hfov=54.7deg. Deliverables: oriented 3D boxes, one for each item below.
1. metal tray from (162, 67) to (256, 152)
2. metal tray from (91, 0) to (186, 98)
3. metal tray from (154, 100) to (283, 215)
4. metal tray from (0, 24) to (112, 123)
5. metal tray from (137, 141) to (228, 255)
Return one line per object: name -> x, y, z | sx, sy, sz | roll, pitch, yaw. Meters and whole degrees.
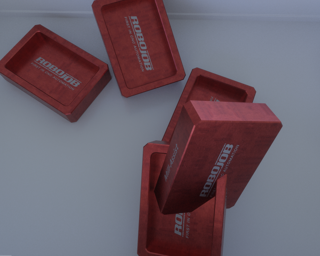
metal tray -> 0.063, -0.008, 0.410 | 0.090, 0.030, 0.130 | 21, 71, 7
metal tray -> -0.028, -0.115, 0.420 | 0.091, 0.030, 0.129 | -19, 97, -7
metal tray -> 0.053, 0.034, 0.315 | 0.091, 0.129, 0.030 | 0, 40, -20
metal tray -> -0.147, -0.078, 0.433 | 0.130, 0.030, 0.090 | 32, 73, 10
metal tray -> 0.026, 0.083, 0.339 | 0.090, 0.030, 0.129 | 5, 94, 16
